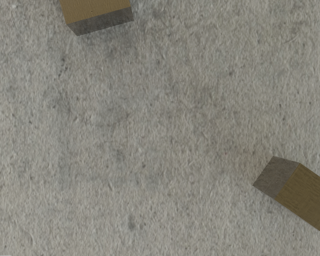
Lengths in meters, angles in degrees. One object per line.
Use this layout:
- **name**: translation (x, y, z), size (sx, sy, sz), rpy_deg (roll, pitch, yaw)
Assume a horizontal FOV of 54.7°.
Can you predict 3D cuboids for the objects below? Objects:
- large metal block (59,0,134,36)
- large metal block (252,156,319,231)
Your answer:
- **large metal block**: translation (-0.085, -0.174, 0.396), size (0.080, 0.050, 0.080), rpy_deg (-16, 90, -1)
- **large metal block**: translation (0.174, 0.082, 0.385), size (0.080, 0.080, 0.050), rpy_deg (35, 90, -1)
